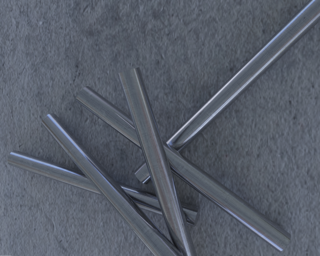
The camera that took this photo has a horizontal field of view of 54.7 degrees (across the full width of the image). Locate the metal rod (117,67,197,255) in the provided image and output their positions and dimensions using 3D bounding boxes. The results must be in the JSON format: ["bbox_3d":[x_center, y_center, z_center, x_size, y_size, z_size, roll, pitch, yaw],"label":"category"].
[{"bbox_3d":[0.008,0.078,0.363,0.025,0.025,0.298,-13,102,19],"label":"metal rod"}]

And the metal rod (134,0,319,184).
[{"bbox_3d":[0.078,-0.037,0.381,0.299,0.025,0.025,-45,77,14],"label":"metal rod"}]

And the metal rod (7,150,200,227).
[{"bbox_3d":[-0.091,0.080,0.439,0.301,0.025,0.025,13,95,19],"label":"metal rod"}]

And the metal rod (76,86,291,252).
[{"bbox_3d":[0.023,0.045,0.376,0.300,0.025,0.025,36,102,7],"label":"metal rod"}]

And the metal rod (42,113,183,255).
[{"bbox_3d":[-0.066,0.079,0.404,0.300,0.025,0.025,42,103,25],"label":"metal rod"}]
